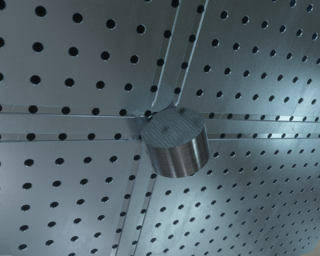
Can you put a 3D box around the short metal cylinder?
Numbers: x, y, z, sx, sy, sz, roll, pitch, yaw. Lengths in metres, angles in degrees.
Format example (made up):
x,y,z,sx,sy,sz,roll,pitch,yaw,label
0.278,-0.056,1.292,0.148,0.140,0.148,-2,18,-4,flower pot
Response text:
x,y,z,sx,sy,sz,roll,pitch,yaw,label
0.020,0.017,0.396,0.080,0.080,0.050,-25,127,-13,short metal cylinder
